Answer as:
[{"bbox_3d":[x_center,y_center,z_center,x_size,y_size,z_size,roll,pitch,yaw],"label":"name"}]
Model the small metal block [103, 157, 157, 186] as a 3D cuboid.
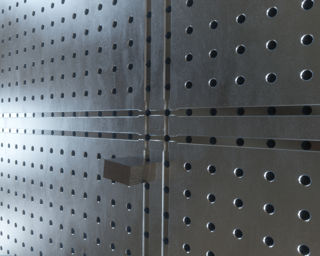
[{"bbox_3d":[-0.041,0.058,0.425,0.050,0.050,0.025,9,96,39],"label":"small metal block"}]
